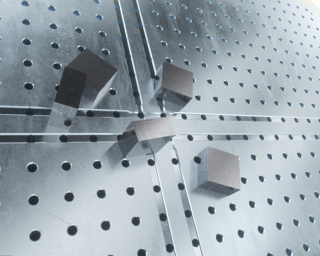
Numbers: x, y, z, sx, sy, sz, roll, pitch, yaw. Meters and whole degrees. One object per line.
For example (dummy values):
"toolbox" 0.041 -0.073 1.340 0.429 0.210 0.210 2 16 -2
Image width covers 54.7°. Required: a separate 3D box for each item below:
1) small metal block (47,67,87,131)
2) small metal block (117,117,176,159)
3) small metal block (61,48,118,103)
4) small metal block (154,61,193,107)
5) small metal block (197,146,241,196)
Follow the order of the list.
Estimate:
"small metal block" -0.107 -0.033 0.356 0.025 0.050 0.050 17 55 -19
"small metal block" -0.017 0.012 0.377 0.050 0.050 0.025 -8 66 -32
"small metal block" -0.091 -0.069 0.402 0.050 0.025 0.050 35 51 -6
"small metal block" 0.021 -0.065 0.461 0.050 0.025 0.050 18 55 -19
"small metal block" 0.079 0.058 0.417 0.050 0.025 0.050 18 54 -18
